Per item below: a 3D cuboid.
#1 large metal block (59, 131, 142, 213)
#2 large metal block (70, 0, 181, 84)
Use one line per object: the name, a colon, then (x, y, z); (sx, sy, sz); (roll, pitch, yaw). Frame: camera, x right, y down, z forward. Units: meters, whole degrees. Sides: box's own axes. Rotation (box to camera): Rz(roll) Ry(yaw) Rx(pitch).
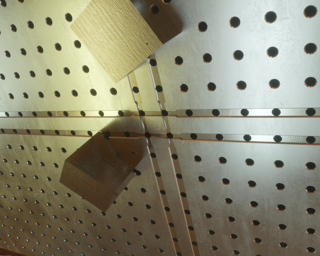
large metal block: (-0.086, 0.062, 0.458); (0.080, 0.080, 0.050); (32, 128, 7)
large metal block: (-0.038, -0.110, 0.346); (0.080, 0.050, 0.080); (-31, 102, 37)
